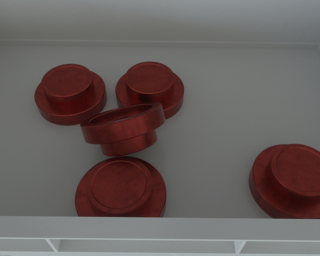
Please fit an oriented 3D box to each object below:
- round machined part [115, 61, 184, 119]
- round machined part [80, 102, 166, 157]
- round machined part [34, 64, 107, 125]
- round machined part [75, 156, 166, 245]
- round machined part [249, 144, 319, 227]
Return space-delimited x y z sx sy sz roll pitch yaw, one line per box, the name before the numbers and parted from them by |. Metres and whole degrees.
round machined part | -0.014 -0.058 0.443 0.099 0.042 0.098 0 50 0
round machined part | -0.041 0.002 0.371 0.099 0.042 0.098 -13 14 3
round machined part | -0.127 -0.054 0.437 0.099 0.042 0.098 0 50 0
round machined part | -0.042 0.070 0.335 0.099 0.042 0.098 0 50 0
round machined part | 0.155 0.057 0.349 0.099 0.042 0.098 0 50 0
